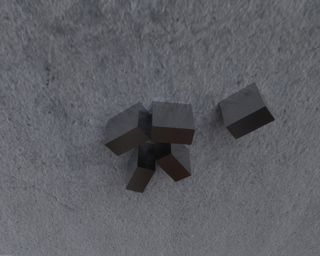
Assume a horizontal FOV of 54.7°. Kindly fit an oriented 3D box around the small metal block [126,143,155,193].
[{"bbox_3d":[-0.027,0.055,0.437,0.025,0.050,0.050,17,128,-14],"label":"small metal block"}]

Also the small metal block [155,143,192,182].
[{"bbox_3d":[0.018,0.037,0.422,0.025,0.050,0.050,-28,125,21],"label":"small metal block"}]

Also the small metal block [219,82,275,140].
[{"bbox_3d":[0.103,-0.021,0.374,0.050,0.050,0.025,-30,124,23],"label":"small metal block"}]

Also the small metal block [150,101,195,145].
[{"bbox_3d":[0.014,-0.007,0.385,0.050,0.050,0.025,5,130,-5],"label":"small metal block"}]

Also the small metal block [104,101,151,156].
[{"bbox_3d":[-0.039,0.001,0.391,0.050,0.050,0.025,-28,125,21],"label":"small metal block"}]
